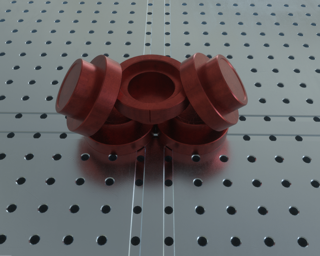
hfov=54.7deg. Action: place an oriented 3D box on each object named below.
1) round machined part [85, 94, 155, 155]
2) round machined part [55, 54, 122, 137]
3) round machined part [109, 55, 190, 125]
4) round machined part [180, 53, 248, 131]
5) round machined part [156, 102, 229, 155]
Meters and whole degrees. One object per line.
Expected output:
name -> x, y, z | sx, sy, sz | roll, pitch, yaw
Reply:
round machined part -> -0.055, -0.016, 0.409 | 0.099, 0.042, 0.098 | 0, 50, 0
round machined part -> -0.089, -0.042, 0.365 | 0.042, 0.098, 0.098 | 23, 42, -32
round machined part -> -0.010, -0.043, 0.376 | 0.099, 0.042, 0.098 | 0, 50, 0
round machined part -> 0.070, -0.049, 0.372 | 0.042, 0.098, 0.098 | -29, 42, 30
round machined part -> 0.043, -0.016, 0.410 | 0.099, 0.042, 0.098 | 0, 50, 0
